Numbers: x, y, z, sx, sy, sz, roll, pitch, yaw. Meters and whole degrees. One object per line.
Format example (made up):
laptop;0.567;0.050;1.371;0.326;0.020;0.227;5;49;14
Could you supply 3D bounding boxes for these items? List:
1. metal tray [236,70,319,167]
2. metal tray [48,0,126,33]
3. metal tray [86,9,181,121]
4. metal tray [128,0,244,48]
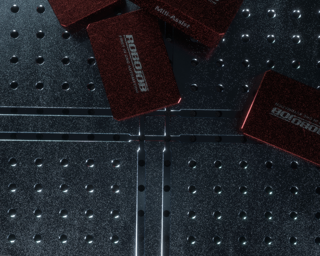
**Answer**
metal tray;0.181;-0.011;0.413;0.131;0.030;0.090;23;90;-1
metal tray;-0.114;-0.205;0.409;0.090;0.030;0.130;-28;90;-1
metal tray;-0.033;-0.083;0.410;0.090;0.030;0.129;-17;90;-1
metal tray;0.036;-0.171;0.395;0.130;0.030;0.090;30;67;-1
